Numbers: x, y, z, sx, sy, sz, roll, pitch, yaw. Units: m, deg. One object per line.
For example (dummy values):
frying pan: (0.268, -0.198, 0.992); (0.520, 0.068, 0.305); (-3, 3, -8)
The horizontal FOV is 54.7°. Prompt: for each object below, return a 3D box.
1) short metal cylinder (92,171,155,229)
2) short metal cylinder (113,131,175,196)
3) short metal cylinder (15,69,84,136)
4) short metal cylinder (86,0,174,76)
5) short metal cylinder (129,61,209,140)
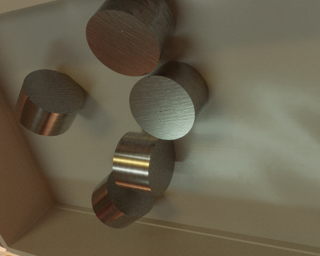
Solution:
short metal cylinder: (-0.055, 0.104, 0.466); (0.080, 0.080, 0.050); (44, 129, -3)
short metal cylinder: (-0.019, 0.046, 0.412); (0.050, 0.080, 0.079); (6, 121, 25)
short metal cylinder: (-0.154, -0.035, 0.432); (0.080, 0.080, 0.050); (40, 129, 1)
short metal cylinder: (-0.030, -0.102, 0.330); (0.080, 0.050, 0.080); (14, 144, 11)
short metal cylinder: (0.011, -0.033, 0.366); (0.080, 0.050, 0.079); (13, 124, 21)
